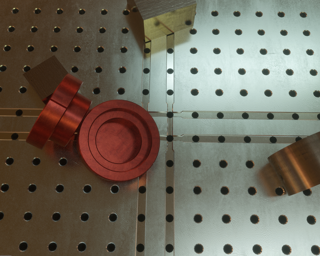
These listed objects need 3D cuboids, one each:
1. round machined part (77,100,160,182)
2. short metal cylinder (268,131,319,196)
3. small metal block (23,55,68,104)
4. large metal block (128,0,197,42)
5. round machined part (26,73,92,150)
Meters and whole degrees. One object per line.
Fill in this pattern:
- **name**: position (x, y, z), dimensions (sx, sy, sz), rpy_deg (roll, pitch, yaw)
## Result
- **round machined part**: position (-0.053, 0.017, 0.384), dimensions (0.099, 0.042, 0.098), rpy_deg (4, 79, -21)
- **short metal cylinder**: position (0.178, 0.042, 0.368), dimensions (0.080, 0.080, 0.050), rpy_deg (-21, 72, -8)
- **small metal block**: position (-0.153, -0.065, 0.434), dimensions (0.050, 0.025, 0.050), rpy_deg (-36, 74, -12)
- **large metal block**: position (0.000, -0.188, 0.467), dimensions (0.080, 0.050, 0.080), rpy_deg (-21, 72, -8)
- **round machined part**: position (-0.119, -0.015, 0.383), dimensions (0.042, 0.098, 0.098), rpy_deg (31, 71, -16)
